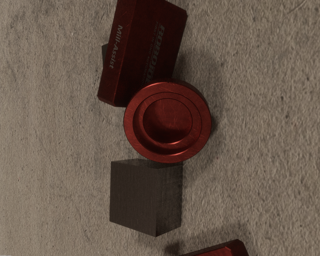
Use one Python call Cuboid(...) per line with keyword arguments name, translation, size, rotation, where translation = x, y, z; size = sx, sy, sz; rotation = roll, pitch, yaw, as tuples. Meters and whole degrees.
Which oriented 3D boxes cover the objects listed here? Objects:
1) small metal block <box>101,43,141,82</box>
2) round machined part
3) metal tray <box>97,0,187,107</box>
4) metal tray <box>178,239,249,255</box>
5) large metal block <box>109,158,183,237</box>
Cuboid(name="small metal block", translation=(-0.052, -0.088, 0.429), size=(0.025, 0.050, 0.050), rotation=(-8, 85, 39))
Cuboid(name="round machined part", translation=(0.009, -0.011, 0.363), size=(0.099, 0.042, 0.097), rotation=(1, 112, 3))
Cuboid(name="metal tray", translation=(-0.020, -0.090, 0.376), size=(0.030, 0.091, 0.129), rotation=(24, 105, 37))
Cuboid(name="metal tray", translation=(0.052, 0.191, 0.357), size=(0.130, 0.030, 0.090), rotation=(-33, 70, 34))
Cuboid(name="large metal block", translation=(-0.019, 0.085, 0.402), size=(0.080, 0.050, 0.079), rotation=(3, 92, 39))
